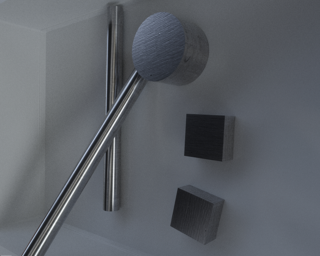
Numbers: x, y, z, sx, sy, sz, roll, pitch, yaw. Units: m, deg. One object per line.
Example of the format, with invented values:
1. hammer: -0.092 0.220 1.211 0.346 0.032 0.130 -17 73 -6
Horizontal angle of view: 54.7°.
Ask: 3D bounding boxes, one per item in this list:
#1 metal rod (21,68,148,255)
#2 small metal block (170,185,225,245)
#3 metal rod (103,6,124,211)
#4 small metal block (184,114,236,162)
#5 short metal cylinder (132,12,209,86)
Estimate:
1. metal rod: -0.098 0.051 0.407 0.025 0.025 0.299 24 81 37
2. small metal block: 0.044 0.102 0.369 0.050 0.025 0.050 17 101 38
3. metal rod: -0.070 -0.028 0.461 0.025 0.025 0.298 2 91 39
4. small metal block: 0.057 0.010 0.358 0.050 0.025 0.050 5 93 39
5. short metal cylinder: 0.012 -0.094 0.379 0.080 0.050 0.079 0 90 39
